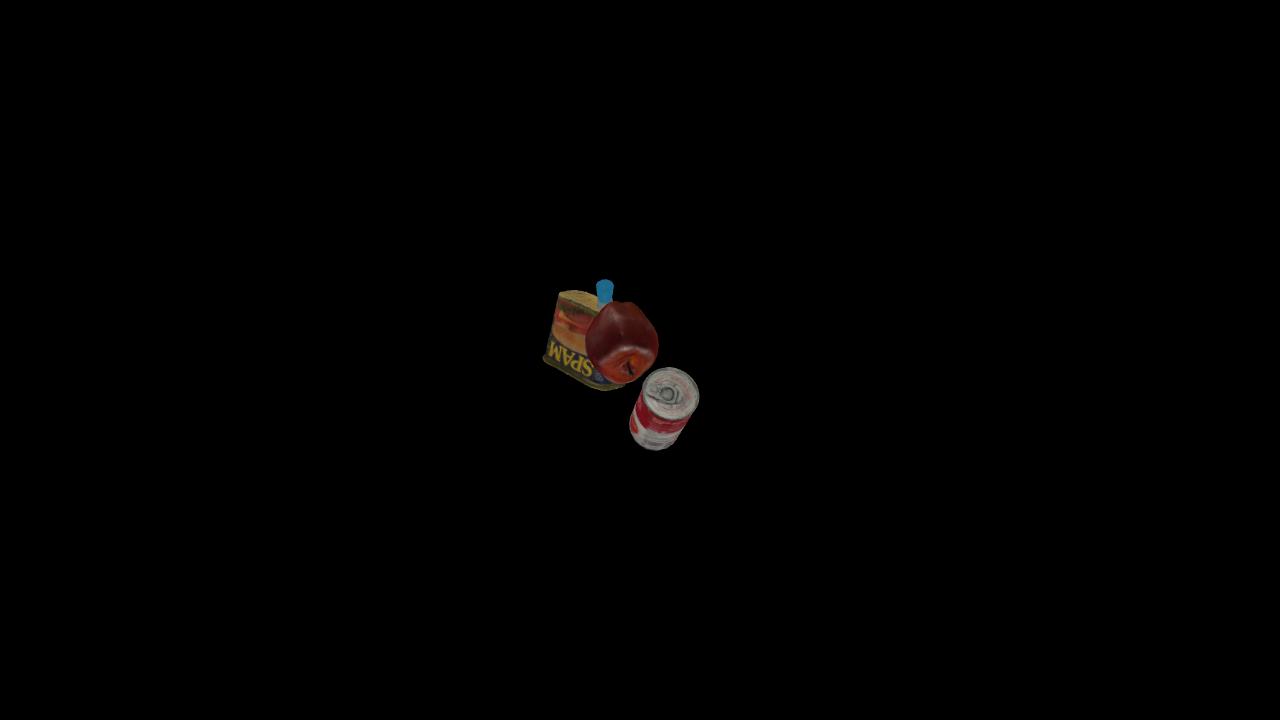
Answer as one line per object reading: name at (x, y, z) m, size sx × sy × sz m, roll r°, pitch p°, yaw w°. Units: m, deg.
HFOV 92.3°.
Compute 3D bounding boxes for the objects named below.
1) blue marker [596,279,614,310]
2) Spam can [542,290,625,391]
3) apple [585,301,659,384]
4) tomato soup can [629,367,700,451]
blue marker at (-0.040, -0.053, 0.702) m, size 0.020 × 0.020 × 0.121 m, roll 0°, pitch -28°, yaw -3°
Spam can at (-0.056, -0.025, 0.707) m, size 0.101 × 0.085 × 0.058 m, roll 26°, pitch 21°, yaw 28°
apple at (-0.020, -0.018, 0.659) m, size 0.079 × 0.093 × 0.079 m, roll -9°, pitch -42°, yaw -8°
tomato soup can at (0.027, 0.062, 0.743) m, size 0.068 × 0.068 × 0.101 m, roll 0°, pitch -29°, yaw -11°
